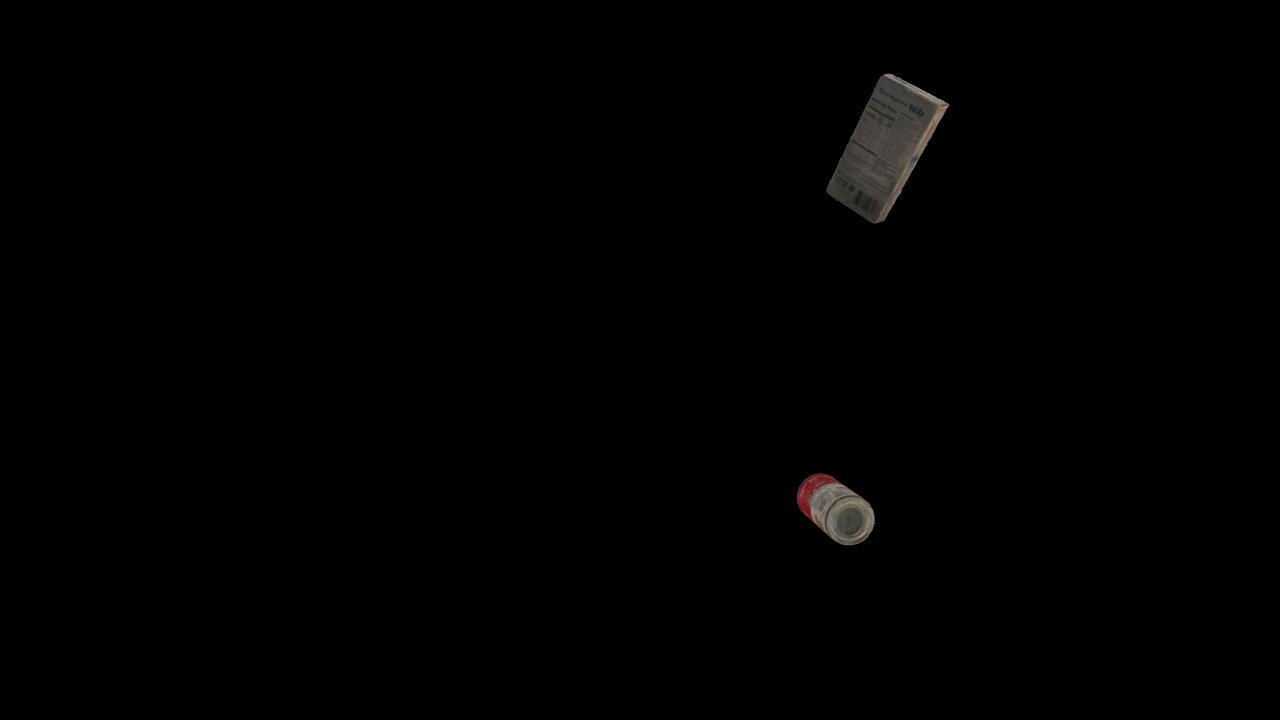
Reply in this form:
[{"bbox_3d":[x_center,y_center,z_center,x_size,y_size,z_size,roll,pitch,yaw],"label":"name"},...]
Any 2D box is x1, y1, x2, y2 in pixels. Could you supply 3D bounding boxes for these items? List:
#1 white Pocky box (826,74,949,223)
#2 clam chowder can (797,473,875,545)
[{"bbox_3d":[0.294,-0.253,0.746,0.028,0.154,0.084,-22,55,-35],"label":"white Pocky box"},{"bbox_3d":[0.262,0.199,0.828,0.068,0.068,0.102,0,5,-6],"label":"clam chowder can"}]
